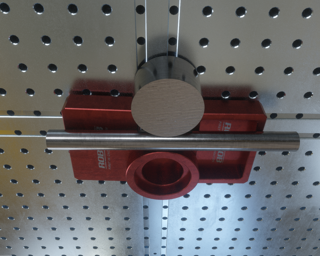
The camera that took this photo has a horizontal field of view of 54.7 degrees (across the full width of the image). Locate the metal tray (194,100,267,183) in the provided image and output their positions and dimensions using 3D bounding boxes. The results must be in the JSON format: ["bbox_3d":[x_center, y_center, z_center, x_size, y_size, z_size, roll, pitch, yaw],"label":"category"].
[{"bbox_3d":[0.084,0.023,0.423,0.091,0.030,0.129,0,130,-1],"label":"metal tray"}]

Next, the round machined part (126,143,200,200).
[{"bbox_3d":[0.004,0.053,0.429,0.099,0.042,0.097,0,130,0],"label":"round machined part"}]

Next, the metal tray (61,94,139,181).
[{"bbox_3d":[-0.074,0.018,0.416,0.091,0.030,0.129,2,130,-2],"label":"metal tray"}]

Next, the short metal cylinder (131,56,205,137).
[{"bbox_3d":[0.009,-0.036,0.359,0.081,0.050,0.079,0,130,0],"label":"short metal cylinder"}]

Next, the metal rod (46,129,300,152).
[{"bbox_3d":[0.017,0.015,0.380,0.302,0.025,0.025,0,130,-1],"label":"metal rod"}]
